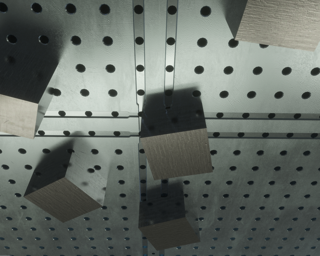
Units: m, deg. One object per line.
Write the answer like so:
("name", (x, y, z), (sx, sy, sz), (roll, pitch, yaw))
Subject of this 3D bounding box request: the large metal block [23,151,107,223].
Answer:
("large metal block", (-0.141, 0.092, 0.471), (0.080, 0.050, 0.080), (-26, 126, 20))

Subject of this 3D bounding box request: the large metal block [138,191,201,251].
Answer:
("large metal block", (0.017, 0.162, 0.534), (0.080, 0.050, 0.080), (-17, 128, 13))

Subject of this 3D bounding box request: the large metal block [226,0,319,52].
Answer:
("large metal block", (0.117, -0.125, 0.291), (0.081, 0.050, 0.079), (7, 130, -6))

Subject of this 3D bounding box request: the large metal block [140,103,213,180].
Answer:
("large metal block", (0.023, 0.020, 0.412), (0.080, 0.050, 0.080), (-9, 130, 7))

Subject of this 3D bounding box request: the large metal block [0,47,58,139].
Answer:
("large metal block", (-0.165, -0.041, 0.338), (0.081, 0.080, 0.050), (15, 128, -13))
